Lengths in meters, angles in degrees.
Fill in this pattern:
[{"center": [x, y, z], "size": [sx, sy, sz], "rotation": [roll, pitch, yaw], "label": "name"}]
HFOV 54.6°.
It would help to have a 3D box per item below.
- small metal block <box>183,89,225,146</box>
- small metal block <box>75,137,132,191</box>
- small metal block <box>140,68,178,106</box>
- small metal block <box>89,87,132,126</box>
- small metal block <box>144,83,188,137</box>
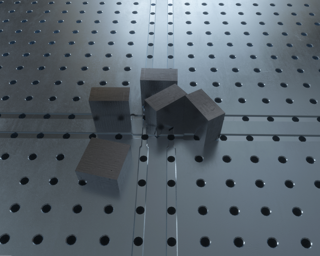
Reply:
[{"center": [0.056, -0.014, 0.404], "size": [0.025, 0.050, 0.050], "rotation": [-25, 54, -19], "label": "small metal block"}, {"center": [-0.066, 0.042, 0.372], "size": [0.050, 0.025, 0.050], "rotation": [11, 51, 9], "label": "small metal block"}, {"center": [-0.001, -0.057, 0.440], "size": [0.050, 0.050, 0.025], "rotation": [2, 50, 1], "label": "small metal block"}, {"center": [-0.064, -0.028, 0.415], "size": [0.050, 0.050, 0.025], "rotation": [0, 50, 0], "label": "small metal block"}, {"center": [0.008, -0.024, 0.412], "size": [0.050, 0.050, 0.025], "rotation": [-31, 57, -23], "label": "small metal block"}]
